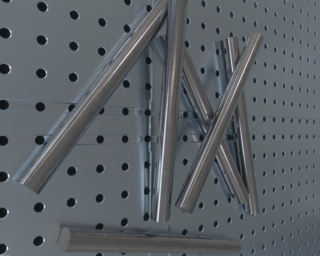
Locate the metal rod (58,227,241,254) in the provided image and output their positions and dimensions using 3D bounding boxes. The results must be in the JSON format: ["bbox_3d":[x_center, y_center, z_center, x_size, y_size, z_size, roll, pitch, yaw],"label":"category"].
[{"bbox_3d":[0.012,0.156,0.417,0.302,0.025,0.025,19,78,-38],"label":"metal rod"}]

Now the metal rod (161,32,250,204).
[{"bbox_3d":[0.076,-0.005,0.471,0.025,0.025,0.299,-41,115,-32],"label":"metal rod"}]

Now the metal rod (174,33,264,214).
[{"bbox_3d":[0.093,-0.020,0.451,0.025,0.025,0.300,41,66,-33],"label":"metal rod"}]

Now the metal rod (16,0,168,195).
[{"bbox_3d":[-0.056,-0.059,0.360,0.025,0.025,0.300,46,62,-30],"label":"metal rod"}]

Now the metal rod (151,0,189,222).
[{"bbox_3d":[0.013,-0.029,0.400,0.025,0.025,0.298,2,94,-40],"label":"metal rod"}]

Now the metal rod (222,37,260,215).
[{"bbox_3d":[0.138,0.001,0.522,0.025,0.025,0.298,-16,100,-39],"label":"metal rod"}]
